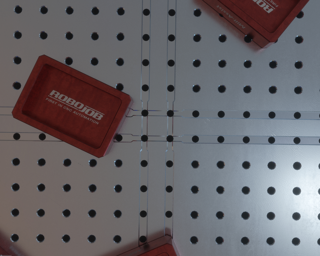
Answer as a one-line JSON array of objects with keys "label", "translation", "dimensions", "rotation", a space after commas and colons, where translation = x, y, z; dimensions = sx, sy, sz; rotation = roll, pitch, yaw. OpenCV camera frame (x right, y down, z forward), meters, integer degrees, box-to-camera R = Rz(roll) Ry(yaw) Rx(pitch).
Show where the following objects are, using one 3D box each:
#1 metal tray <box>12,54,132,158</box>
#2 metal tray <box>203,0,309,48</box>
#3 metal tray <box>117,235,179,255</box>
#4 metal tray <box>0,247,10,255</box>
[{"label": "metal tray", "translation": [-0.113, -0.028, 0.410], "dimensions": [0.130, 0.030, 0.090], "rotation": [26, 90, 0]}, {"label": "metal tray", "translation": [0.122, -0.182, 0.411], "dimensions": [0.130, 0.030, 0.090], "rotation": [39, 90, 0]}, {"label": "metal tray", "translation": [-0.029, 0.211, 0.410], "dimensions": [0.130, 0.030, 0.090], "rotation": [-23, 90, 0]}, {"label": "metal tray", "translation": [-0.225, 0.217, 0.410], "dimensions": [0.130, 0.030, 0.090], "rotation": [43, 90, 0]}]
